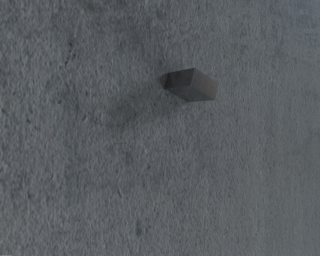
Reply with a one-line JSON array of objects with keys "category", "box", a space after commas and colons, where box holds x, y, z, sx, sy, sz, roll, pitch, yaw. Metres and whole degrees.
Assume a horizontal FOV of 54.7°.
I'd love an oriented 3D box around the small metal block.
[{"category": "small metal block", "box": [0.043, -0.058, 0.427, 0.050, 0.050, 0.025, 23, 76, -38]}]
